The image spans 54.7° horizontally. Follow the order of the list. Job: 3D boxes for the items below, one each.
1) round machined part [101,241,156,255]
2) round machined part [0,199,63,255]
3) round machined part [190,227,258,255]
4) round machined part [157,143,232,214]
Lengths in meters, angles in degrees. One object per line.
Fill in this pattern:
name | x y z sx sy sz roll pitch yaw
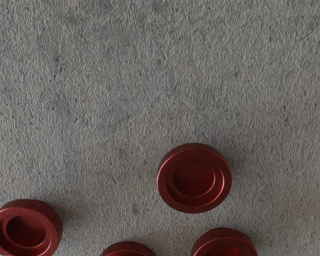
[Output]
round machined part | -0.051 0.231 0.485 0.099 0.042 0.097 0 110 0
round machined part | -0.191 0.145 0.452 0.099 0.042 0.097 0 110 0
round machined part | 0.096 0.192 0.472 0.099 0.042 0.097 0 110 0
round machined part | 0.045 0.064 0.425 0.099 0.042 0.097 0 110 0
